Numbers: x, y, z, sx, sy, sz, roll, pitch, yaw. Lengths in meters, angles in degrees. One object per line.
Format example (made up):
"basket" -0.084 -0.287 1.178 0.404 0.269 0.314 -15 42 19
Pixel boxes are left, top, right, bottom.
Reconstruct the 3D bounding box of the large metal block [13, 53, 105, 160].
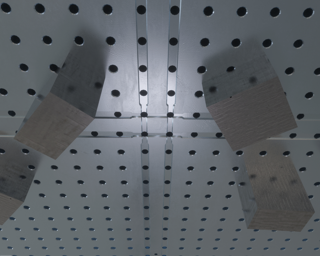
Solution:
"large metal block" -0.112 -0.025 0.353 0.050 0.080 0.080 34 122 -25

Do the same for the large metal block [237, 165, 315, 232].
"large metal block" 0.169 0.104 0.465 0.080 0.080 0.050 5 130 -4

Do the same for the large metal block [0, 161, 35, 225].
"large metal block" -0.256 0.096 0.475 0.080 0.050 0.080 33 123 -25

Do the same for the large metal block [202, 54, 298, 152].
"large metal block" 0.106 -0.028 0.372 0.080 0.050 0.080 -24 126 19
